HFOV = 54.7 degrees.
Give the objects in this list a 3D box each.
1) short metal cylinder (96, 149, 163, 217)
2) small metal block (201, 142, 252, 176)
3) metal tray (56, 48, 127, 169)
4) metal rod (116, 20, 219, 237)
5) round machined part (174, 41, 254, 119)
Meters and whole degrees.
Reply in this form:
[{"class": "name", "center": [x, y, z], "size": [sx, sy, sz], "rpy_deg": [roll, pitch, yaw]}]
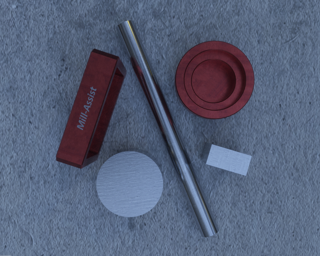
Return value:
[{"class": "short metal cylinder", "center": [-0.037, 0.068, 0.398], "size": [0.081, 0.050, 0.079], "rpy_deg": [0, 90, -1]}, {"class": "small metal block", "center": [0.083, 0.038, 0.397], "size": [0.050, 0.050, 0.025], "rpy_deg": [17, 90, -1]}, {"class": "metal tray", "center": [-0.079, -0.021, 0.378], "size": [0.030, 0.090, 0.129], "rpy_deg": [19, 90, 0]}, {"class": "metal rod", "center": [0.010, 0.001, 0.412], "size": [0.025, 0.025, 0.299], "rpy_deg": [-22, 90, 0]}, {"class": "round machined part", "center": [0.068, -0.060, 0.403], "size": [0.099, 0.042, 0.097], "rpy_deg": [0, 90, -1]}]
